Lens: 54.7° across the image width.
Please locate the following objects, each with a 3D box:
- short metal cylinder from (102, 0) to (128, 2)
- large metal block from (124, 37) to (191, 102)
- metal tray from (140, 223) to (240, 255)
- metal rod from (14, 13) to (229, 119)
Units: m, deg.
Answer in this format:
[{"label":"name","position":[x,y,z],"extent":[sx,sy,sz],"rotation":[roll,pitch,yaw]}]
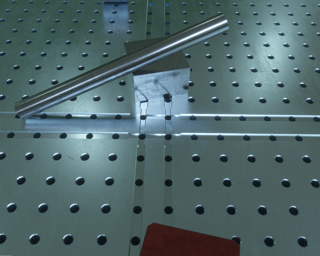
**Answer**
[{"label":"short metal cylinder","position":[-0.091,-0.294,0.618],"extent":[0.050,0.080,0.080],"rotation":[-1,50,-1]},{"label":"large metal block","position":[-0.006,-0.091,0.468],"extent":[0.081,0.050,0.080],"rotation":[-10,51,-9]},{"label":"metal tray","position":[0.018,0.158,0.272],"extent":[0.090,0.030,0.130],"rotation":[10,51,8]},{"label":"metal rod","position":[-0.054,-0.081,0.415],"extent":[0.301,0.025,0.025],"rotation":[-23,52,4]}]
